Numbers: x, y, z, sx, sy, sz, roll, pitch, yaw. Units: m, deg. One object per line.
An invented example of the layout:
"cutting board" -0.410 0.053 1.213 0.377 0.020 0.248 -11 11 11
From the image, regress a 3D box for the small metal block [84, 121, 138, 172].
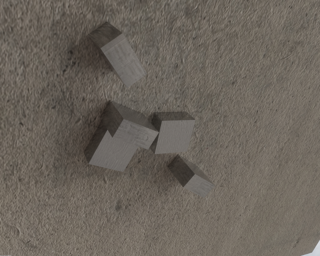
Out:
"small metal block" -0.059 0.023 0.389 0.050 0.025 0.050 20 107 -36

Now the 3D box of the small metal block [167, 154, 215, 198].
"small metal block" 0.046 0.071 0.460 0.050 0.050 0.025 33 100 -39

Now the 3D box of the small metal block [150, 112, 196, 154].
"small metal block" 0.015 0.006 0.419 0.050 0.025 0.050 -2 120 -28

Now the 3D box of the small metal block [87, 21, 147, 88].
"small metal block" -0.044 -0.076 0.319 0.025 0.050 0.050 -37 129 -4

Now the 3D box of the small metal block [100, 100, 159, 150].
"small metal block" -0.037 -0.004 0.368 0.050 0.050 0.025 22 107 -36
